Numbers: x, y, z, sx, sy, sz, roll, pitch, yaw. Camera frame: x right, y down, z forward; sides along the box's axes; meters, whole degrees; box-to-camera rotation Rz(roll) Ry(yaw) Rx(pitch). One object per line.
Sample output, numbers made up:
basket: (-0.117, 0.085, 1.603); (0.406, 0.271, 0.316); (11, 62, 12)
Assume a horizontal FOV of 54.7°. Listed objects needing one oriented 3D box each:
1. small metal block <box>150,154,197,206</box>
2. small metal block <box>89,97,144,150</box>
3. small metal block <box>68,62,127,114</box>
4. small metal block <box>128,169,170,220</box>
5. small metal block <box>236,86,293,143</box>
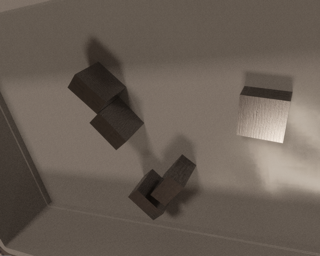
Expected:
small metal block: (0.019, 0.071, 0.426); (0.025, 0.050, 0.050); (38, 129, 2)
small metal block: (-0.057, -0.007, 0.417); (0.050, 0.050, 0.025); (47, 129, -5)
small metal block: (-0.080, -0.053, 0.400); (0.050, 0.050, 0.025); (42, 129, -1)
small metal block: (-0.010, 0.097, 0.457); (0.050, 0.050, 0.025); (43, 129, -2)
small metal block: (0.113, -0.015, 0.339); (0.050, 0.025, 0.050); (11, 123, 22)
